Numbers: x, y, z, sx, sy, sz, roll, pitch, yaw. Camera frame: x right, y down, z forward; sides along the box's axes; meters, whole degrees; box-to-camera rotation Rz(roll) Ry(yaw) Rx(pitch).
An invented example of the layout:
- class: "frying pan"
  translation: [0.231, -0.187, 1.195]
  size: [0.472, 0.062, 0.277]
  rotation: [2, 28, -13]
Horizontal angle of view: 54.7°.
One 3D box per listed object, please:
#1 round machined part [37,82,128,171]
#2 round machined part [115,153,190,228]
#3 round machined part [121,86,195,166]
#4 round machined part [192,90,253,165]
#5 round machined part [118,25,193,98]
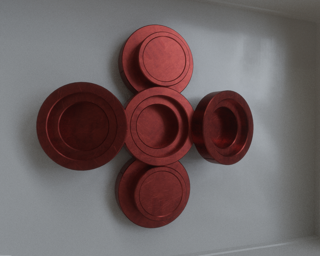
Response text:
- class: "round machined part"
  translation: [-0.086, -0.002, 0.359]
  size: [0.099, 0.042, 0.097]
  rotation: [0, 90, -3]
- class: "round machined part"
  translation: [-0.005, 0.080, 0.398]
  size: [0.099, 0.042, 0.097]
  rotation: [0, 90, -20]
- class: "round machined part"
  translation: [-0.006, -0.002, 0.397]
  size: [0.099, 0.042, 0.097]
  rotation: [0, 90, -20]
- class: "round machined part"
  translation: [0.079, 0.000, 0.420]
  size: [0.099, 0.042, 0.097]
  rotation: [0, 91, -37]
- class: "round machined part"
  translation: [-0.001, -0.085, 0.399]
  size: [0.099, 0.042, 0.097]
  rotation: [0, 90, -20]
